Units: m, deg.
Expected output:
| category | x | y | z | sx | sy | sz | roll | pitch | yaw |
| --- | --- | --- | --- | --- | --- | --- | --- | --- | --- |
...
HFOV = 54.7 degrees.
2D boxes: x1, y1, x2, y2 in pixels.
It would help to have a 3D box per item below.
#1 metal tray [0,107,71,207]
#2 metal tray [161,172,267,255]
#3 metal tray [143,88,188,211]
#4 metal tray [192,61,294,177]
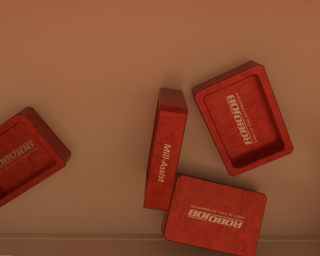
| category | x | y | z | sx | sy | sz | roll | pitch | yaw |
| --- | --- | --- | --- | --- | --- | --- | --- | --- | --- |
| metal tray | -0.201 | 0.042 | 0.422 | 0.130 | 0.030 | 0.090 | -32 | 107 | 11 |
| metal tray | 0.075 | 0.121 | 0.436 | 0.131 | 0.030 | 0.090 | 14 | 86 | -5 |
| metal tray | 0.005 | 0.024 | 0.385 | 0.030 | 0.090 | 0.129 | 8 | 110 | -3 |
| metal tray | 0.108 | -0.010 | 0.405 | 0.090 | 0.030 | 0.130 | -24 | 109 | 8 |
